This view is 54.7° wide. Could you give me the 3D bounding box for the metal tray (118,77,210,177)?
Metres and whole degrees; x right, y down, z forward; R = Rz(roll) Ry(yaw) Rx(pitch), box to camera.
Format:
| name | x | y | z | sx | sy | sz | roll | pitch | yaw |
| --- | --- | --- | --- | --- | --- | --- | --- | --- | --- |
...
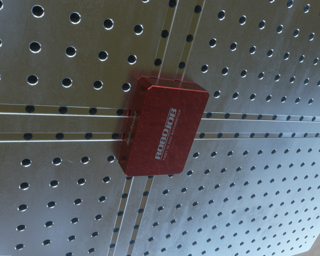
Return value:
| name | x | y | z | sx | sy | sz | roll | pitch | yaw |
| --- | --- | --- | --- | --- | --- | --- | --- | --- | --- |
| metal tray | 0.003 | 0.002 | 0.412 | 0.091 | 0.030 | 0.129 | 2 | 118 | -30 |
